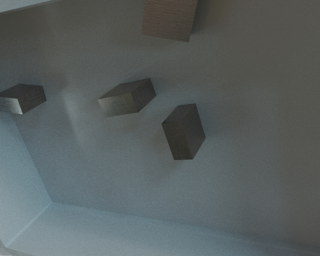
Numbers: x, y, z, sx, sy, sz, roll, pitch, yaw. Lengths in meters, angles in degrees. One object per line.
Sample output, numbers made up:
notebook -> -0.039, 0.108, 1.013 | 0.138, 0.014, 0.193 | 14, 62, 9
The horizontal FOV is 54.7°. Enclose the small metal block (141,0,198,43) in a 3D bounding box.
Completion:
small metal block -> 0.010, -0.120, 0.318 | 0.050, 0.025, 0.050 | 10, 125, -1

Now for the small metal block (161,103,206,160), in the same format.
small metal block -> 0.031, 0.004, 0.378 | 0.025, 0.050, 0.050 | -5, 116, 30

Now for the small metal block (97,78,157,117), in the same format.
small metal block -> -0.040, -0.038, 0.389 | 0.050, 0.050, 0.025 | -7, 115, 31

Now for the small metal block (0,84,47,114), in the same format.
small metal block -> -0.213, -0.046, 0.474 | 0.050, 0.050, 0.025 | 8, 122, 24
